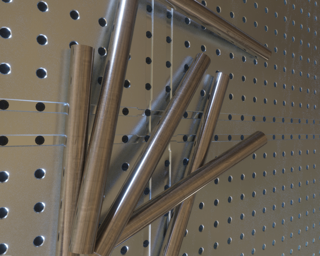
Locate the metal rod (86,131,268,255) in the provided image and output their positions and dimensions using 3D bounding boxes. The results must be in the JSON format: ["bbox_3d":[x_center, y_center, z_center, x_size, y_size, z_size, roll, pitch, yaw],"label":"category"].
[{"bbox_3d":[0.038,0.078,0.411,0.302,0.025,0.025,-28,108,-28],"label":"metal rod"}]

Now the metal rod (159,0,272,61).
[{"bbox_3d":[0.084,-0.158,0.467,0.302,0.025,0.025,12,83,-42],"label":"metal rod"}]

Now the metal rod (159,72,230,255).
[{"bbox_3d":[0.052,0.056,0.451,0.025,0.025,0.299,30,71,-36],"label":"metal rod"}]

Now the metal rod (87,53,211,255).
[{"bbox_3d":[0.000,0.015,0.391,0.025,0.025,0.300,47,58,-30],"label":"metal rod"}]

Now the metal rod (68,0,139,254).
[{"bbox_3d":[-0.057,-0.022,0.341,0.025,0.025,0.299,20,72,-38],"label":"metal rod"}]

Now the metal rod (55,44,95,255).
[{"bbox_3d":[-0.093,0.062,0.330,0.025,0.025,0.299,6,86,-40],"label":"metal rod"}]
